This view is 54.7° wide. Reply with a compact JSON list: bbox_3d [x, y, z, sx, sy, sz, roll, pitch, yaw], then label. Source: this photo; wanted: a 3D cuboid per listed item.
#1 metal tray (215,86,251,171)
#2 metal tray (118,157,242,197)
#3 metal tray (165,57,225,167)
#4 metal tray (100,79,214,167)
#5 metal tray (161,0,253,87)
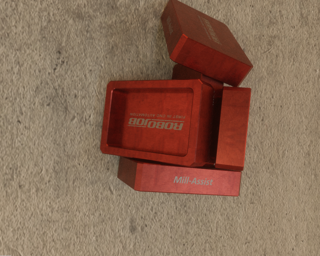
[{"bbox_3d":[0.092,0.003,0.393,0.030,0.130,0.089,6,88,13],"label":"metal tray"},{"bbox_3d":[0.022,0.058,0.384,0.131,0.090,0.030,7,88,-20],"label":"metal tray"},{"bbox_3d":[0.040,-0.021,0.391,0.030,0.090,0.129,8,88,-20],"label":"metal tray"},{"bbox_3d":[-0.007,-0.008,0.357,0.030,0.130,0.089,9,86,-57],"label":"metal tray"},{"bbox_3d":[0.052,-0.109,0.381,0.091,0.130,0.030,19,125,-20],"label":"metal tray"}]
